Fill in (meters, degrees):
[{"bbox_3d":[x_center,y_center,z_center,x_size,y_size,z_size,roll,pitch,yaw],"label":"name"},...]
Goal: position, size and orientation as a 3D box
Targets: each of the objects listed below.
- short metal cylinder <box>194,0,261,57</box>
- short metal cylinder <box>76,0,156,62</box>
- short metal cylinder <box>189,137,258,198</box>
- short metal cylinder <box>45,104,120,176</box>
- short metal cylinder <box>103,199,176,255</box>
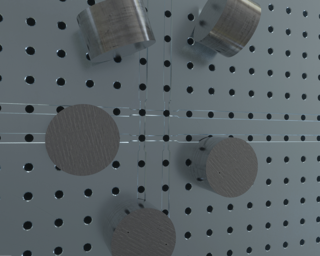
[{"bbox_3d":[0.088,-0.143,0.417,0.050,0.080,0.080,22,83,-19],"label":"short metal cylinder"},{"bbox_3d":[-0.051,-0.114,0.365,0.081,0.080,0.050,-20,97,-19],"label":"short metal cylinder"},{"bbox_3d":[0.088,0.052,0.433,0.081,0.050,0.079,0,90,-20],"label":"short metal cylinder"},{"bbox_3d":[-0.093,0.013,0.366,0.081,0.050,0.079,0,90,-21],"label":"short metal cylinder"},{"bbox_3d":[-0.027,0.135,0.391,0.081,0.050,0.079,0,90,-21],"label":"short metal cylinder"}]
